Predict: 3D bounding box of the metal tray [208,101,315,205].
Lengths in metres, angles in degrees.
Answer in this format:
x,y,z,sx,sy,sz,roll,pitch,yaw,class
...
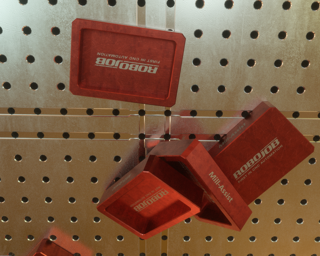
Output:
x,y,z,sx,sy,sz,roll,pitch,yaw,class
0.130,0.039,0.427,0.090,0.030,0.130,42,104,-14,metal tray

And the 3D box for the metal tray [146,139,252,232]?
x,y,z,sx,sy,sz,roll,pitch,yaw,class
0.049,0.074,0.407,0.030,0.090,0.130,-46,108,-27,metal tray

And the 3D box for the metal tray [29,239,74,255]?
x,y,z,sx,sy,sz,roll,pitch,yaw,class
-0.189,0.250,0.500,0.090,0.030,0.130,39,105,-14,metal tray

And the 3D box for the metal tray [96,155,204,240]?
x,y,z,sx,sy,sz,roll,pitch,yaw,class
-0.016,0.099,0.419,0.090,0.030,0.129,37,130,-13,metal tray

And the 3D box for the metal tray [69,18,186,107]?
x,y,z,sx,sy,sz,roll,pitch,yaw,class
-0.040,-0.080,0.380,0.131,0.030,0.089,7,110,-3,metal tray
